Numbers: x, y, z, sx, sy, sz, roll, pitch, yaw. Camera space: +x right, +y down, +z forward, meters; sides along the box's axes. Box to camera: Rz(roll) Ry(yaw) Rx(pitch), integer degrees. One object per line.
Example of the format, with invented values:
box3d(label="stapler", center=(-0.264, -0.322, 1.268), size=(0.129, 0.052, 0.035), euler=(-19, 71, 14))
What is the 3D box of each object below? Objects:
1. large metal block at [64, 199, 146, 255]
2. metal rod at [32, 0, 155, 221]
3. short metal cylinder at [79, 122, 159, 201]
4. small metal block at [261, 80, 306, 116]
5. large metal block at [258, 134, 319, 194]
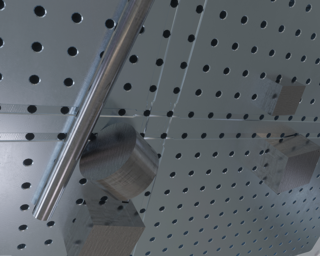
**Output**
box3d(label="large metal block", center=(-0.080, 0.154, 0.447), size=(0.081, 0.050, 0.080), euler=(16, 110, -35))
box3d(label="metal rod", center=(-0.082, -0.016, 0.356), size=(0.025, 0.025, 0.298), euler=(17, 109, -35))
box3d(label="short metal cylinder", center=(-0.049, 0.040, 0.374), size=(0.080, 0.080, 0.050), euler=(-40, 130, -1))
box3d(label="small metal block", center=(0.194, -0.048, 0.488), size=(0.050, 0.025, 0.050), euler=(-4, 120, -27))
box3d(label="large metal block", center=(0.235, 0.064, 0.564), size=(0.081, 0.050, 0.079), euler=(-11, 123, -23))
